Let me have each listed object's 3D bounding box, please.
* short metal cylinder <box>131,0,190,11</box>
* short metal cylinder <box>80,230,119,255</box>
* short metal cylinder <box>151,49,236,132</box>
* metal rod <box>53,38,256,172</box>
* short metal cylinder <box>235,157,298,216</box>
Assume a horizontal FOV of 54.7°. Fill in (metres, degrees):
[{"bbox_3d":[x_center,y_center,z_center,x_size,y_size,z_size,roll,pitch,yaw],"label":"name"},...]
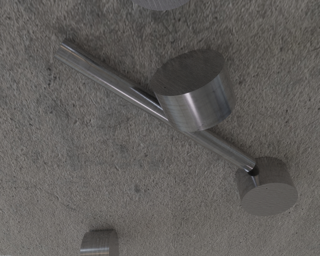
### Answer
[{"bbox_3d":[0.000,-0.149,0.264,0.081,0.050,0.079,0,130,0],"label":"short metal cylinder"},{"bbox_3d":[-0.108,0.230,0.566,0.050,0.080,0.080,-5,130,4],"label":"short metal cylinder"},{"bbox_3d":[0.037,-0.042,0.336,0.080,0.080,0.050,-17,128,14],"label":"short metal cylinder"},{"bbox_3d":[0.011,-0.017,0.392,0.301,0.025,0.025,30,124,-24],"label":"metal rod"},{"bbox_3d":[0.159,0.089,0.468,0.081,0.050,0.079,0,130,0],"label":"short metal cylinder"}]
